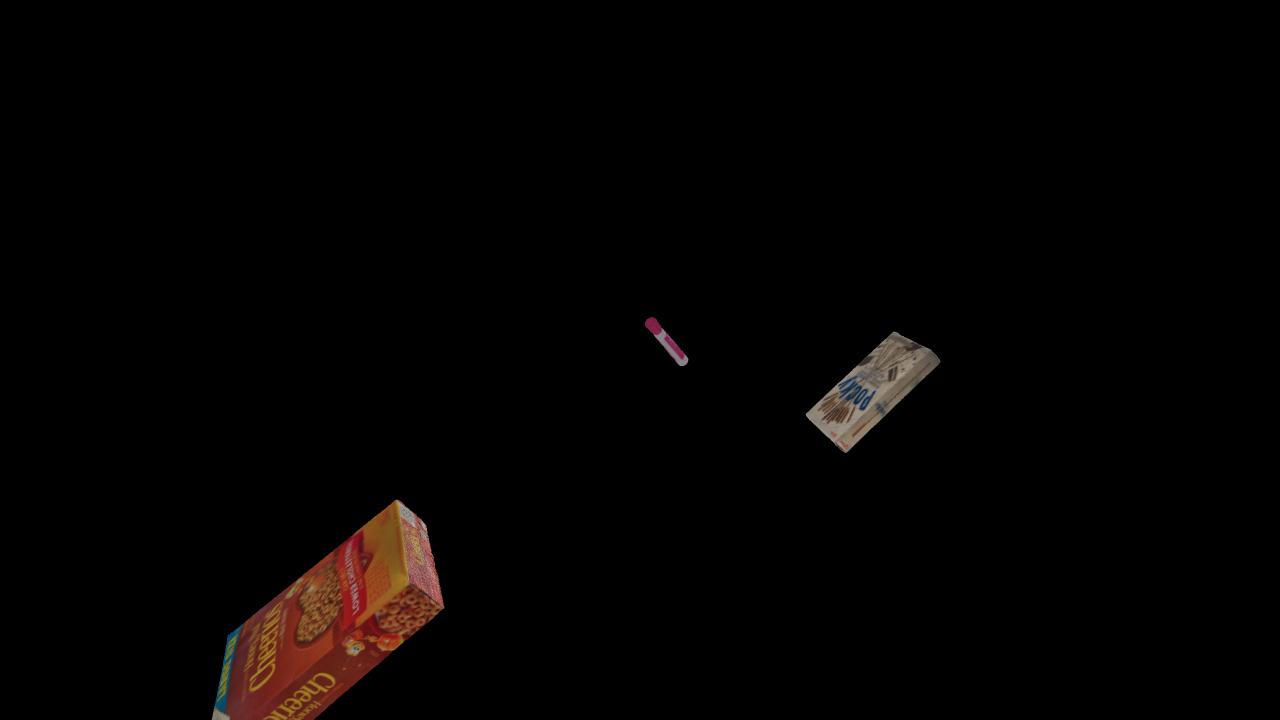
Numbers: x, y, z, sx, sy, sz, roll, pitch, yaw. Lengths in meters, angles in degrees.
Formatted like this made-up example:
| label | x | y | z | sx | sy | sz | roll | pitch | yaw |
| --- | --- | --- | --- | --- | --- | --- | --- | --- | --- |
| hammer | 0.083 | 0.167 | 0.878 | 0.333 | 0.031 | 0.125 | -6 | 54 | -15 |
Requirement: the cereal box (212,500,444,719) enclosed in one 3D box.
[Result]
| label | x | y | z | sx | sy | sz | roll | pitch | yaw |
| --- | --- | --- | --- | --- | --- | --- | --- | --- | --- |
| cereal box | -0.424 | 0.359 | 0.840 | 0.306 | 0.081 | 0.203 | -39 | 31 | -7 |

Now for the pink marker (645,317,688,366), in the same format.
| label | x | y | z | sx | sy | sz | roll | pitch | yaw |
| --- | --- | --- | --- | --- | --- | --- | --- | --- | --- |
| pink marker | 0.041 | -0.028 | 0.934 | 0.020 | 0.020 | 0.121 | 0 | -30 | 32 |

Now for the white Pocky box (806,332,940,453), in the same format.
| label | x | y | z | sx | sy | sz | roll | pitch | yaw |
| --- | --- | --- | --- | --- | --- | --- | --- | --- | --- |
| white Pocky box | 0.281 | 0.037 | 0.750 | 0.028 | 0.154 | 0.084 | 42 | 7 | -20 |
